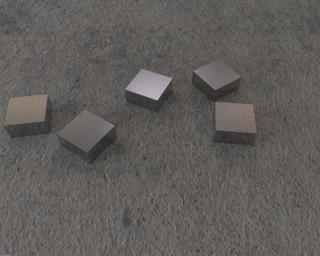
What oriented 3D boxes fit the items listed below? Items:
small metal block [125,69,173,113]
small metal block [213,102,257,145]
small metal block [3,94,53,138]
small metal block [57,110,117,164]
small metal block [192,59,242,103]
[{"bbox_3d":[-0.015,-0.055,0.449,0.050,0.025,0.050,20,53,16],"label":"small metal block"},{"bbox_3d":[0.097,-0.006,0.409,0.050,0.025,0.050,4,50,3],"label":"small metal block"},{"bbox_3d":[-0.175,-0.017,0.416,0.050,0.025,0.050,-6,50,-6],"label":"small metal block"},{"bbox_3d":[-0.092,0.010,0.394,0.050,0.025,0.050,28,55,21],"label":"small metal block"},{"bbox_3d":[0.084,-0.071,0.464,0.050,0.025,0.050,-28,55,-21],"label":"small metal block"}]
